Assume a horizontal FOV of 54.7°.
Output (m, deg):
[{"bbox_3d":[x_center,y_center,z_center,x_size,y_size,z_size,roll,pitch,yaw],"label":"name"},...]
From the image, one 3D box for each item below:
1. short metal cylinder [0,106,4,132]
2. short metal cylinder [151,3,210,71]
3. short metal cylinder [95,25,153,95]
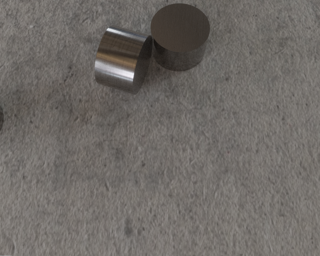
[{"bbox_3d":[-0.253,-0.016,0.398,0.081,0.050,0.080,0,70,0],"label":"short metal cylinder"},{"bbox_3d":[0.027,-0.128,0.442,0.081,0.050,0.080,0,70,0],"label":"short metal cylinder"},{"bbox_3d":[-0.046,-0.090,0.411,0.050,0.080,0.080,17,71,6],"label":"short metal cylinder"}]
